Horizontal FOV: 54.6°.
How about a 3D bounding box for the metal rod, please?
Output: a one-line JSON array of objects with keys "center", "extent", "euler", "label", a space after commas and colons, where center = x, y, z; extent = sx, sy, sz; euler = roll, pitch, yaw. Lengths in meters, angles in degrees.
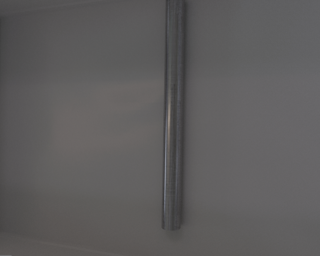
[{"center": [0.017, -0.019, 0.404], "extent": [0.025, 0.025, 0.298], "euler": [1, 90, 20], "label": "metal rod"}]
